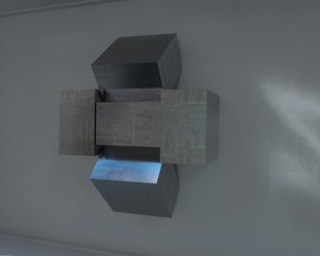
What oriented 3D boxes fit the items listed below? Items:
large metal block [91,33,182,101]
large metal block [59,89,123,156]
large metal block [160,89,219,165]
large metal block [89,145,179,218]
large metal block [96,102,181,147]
[{"bbox_3d":[-0.024,-0.075,0.382,0.080,0.080,0.050,2,128,20],"label":"large metal block"},{"bbox_3d":[-0.087,-0.007,0.411,0.050,0.080,0.080,1,90,20],"label":"large metal block"},{"bbox_3d":[0.038,-0.002,0.367,0.050,0.080,0.080,1,90,20],"label":"large metal block"},{"bbox_3d":[-0.027,0.066,0.382,0.080,0.080,0.050,1,49,19],"label":"large metal block"},{"bbox_3d":[-0.023,-0.005,0.388,0.080,0.080,0.050,1,91,20],"label":"large metal block"}]
